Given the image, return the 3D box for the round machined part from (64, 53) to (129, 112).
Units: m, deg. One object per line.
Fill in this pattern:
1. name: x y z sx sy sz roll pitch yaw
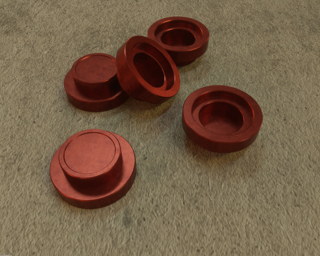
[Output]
1. round machined part: -0.091 -0.073 0.452 0.099 0.042 0.098 0 50 0

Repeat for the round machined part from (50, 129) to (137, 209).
1. round machined part: -0.078 0.039 0.358 0.099 0.042 0.098 0 50 0

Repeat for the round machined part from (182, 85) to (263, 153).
1. round machined part: 0.077 -0.007 0.399 0.099 0.042 0.098 0 50 0

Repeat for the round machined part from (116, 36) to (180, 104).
1. round machined part: -0.021 -0.076 0.434 0.099 0.042 0.098 25 50 -33

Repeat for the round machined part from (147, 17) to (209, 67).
1. round machined part: 0.029 -0.138 0.508 0.099 0.042 0.098 0 50 0
